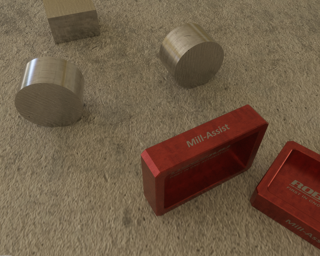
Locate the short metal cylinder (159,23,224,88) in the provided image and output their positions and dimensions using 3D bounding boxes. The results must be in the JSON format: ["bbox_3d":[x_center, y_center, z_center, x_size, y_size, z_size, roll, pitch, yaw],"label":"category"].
[{"bbox_3d":[0.046,-0.106,0.456,0.081,0.080,0.050,-19,53,-16],"label":"short metal cylinder"}]

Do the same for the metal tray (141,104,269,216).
[{"bbox_3d":[0.046,0.035,0.331,0.131,0.089,0.030,-23,54,-18],"label":"metal tray"}]

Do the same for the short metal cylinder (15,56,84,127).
[{"bbox_3d":[-0.141,-0.046,0.405,0.081,0.080,0.050,-5,50,-4],"label":"short metal cylinder"}]

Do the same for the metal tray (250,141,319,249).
[{"bbox_3d":[0.178,0.080,0.333,0.130,0.030,0.090,32,57,23],"label":"metal tray"}]

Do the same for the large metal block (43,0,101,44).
[{"bbox_3d":[-0.159,-0.201,0.555,0.081,0.050,0.080,-16,52,-13],"label":"large metal block"}]
